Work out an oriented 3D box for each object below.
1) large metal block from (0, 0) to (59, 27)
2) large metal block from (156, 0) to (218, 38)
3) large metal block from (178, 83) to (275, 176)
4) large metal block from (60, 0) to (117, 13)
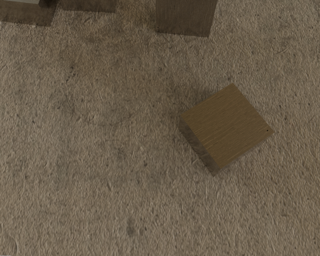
[{"bbox_3d":[-0.203,-0.206,0.469,0.080,0.050,0.080,7,70,2],"label":"large metal block"},{"bbox_3d":[0.037,-0.179,0.444,0.080,0.080,0.050,6,70,2],"label":"large metal block"},{"bbox_3d":[0.080,0.003,0.394,0.080,0.050,0.080,-32,73,-11],"label":"large metal block"},{"bbox_3d":[-0.109,-0.220,0.458,0.080,0.080,0.050,3,70,1],"label":"large metal block"}]
